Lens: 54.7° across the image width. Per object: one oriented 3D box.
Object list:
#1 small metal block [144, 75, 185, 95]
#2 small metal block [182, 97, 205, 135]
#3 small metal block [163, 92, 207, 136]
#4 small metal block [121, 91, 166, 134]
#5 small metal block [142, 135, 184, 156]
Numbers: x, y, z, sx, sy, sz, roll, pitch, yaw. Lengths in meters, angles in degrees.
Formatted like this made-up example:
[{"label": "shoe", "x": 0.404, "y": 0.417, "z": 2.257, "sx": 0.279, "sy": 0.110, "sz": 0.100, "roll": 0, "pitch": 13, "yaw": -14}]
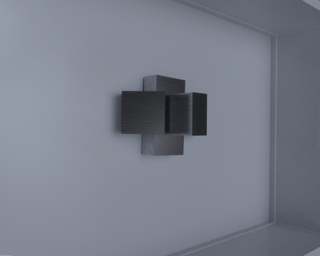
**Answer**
[{"label": "small metal block", "x": 0.006, "y": -0.040, "z": 0.408, "sx": 0.050, "sy": 0.025, "sz": 0.050, "roll": 3, "pitch": 88, "yaw": -41}, {"label": "small metal block", "x": 0.047, "y": -0.016, "z": 0.428, "sx": 0.050, "sy": 0.025, "sz": 0.050, "roll": 5, "pitch": 86, "yaw": -79}, {"label": "small metal block", "x": 0.030, "y": -0.016, "z": 0.380, "sx": 0.025, "sy": 0.050, "sz": 0.050, "roll": 1, "pitch": 90, "yaw": -41}, {"label": "small metal block", "x": -0.019, "y": -0.018, "z": 0.370, "sx": 0.050, "sy": 0.025, "sz": 0.050, "roll": 1, "pitch": 90, "yaw": 3}, {"label": "small metal block", "x": 0.005, "y": 0.010, "z": 0.408, "sx": 0.050, "sy": 0.025, "sz": 0.050, "roll": 3, "pitch": 88, "yaw": -40}]
